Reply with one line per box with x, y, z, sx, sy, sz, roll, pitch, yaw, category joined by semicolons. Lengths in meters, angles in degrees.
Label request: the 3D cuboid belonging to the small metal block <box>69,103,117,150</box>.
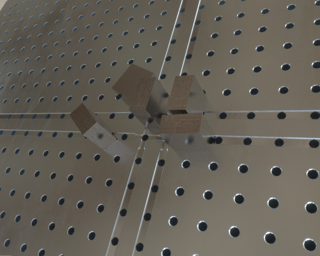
-0.096;-0.002;0.445;0.025;0.050;0.050;-43;51;-1;small metal block

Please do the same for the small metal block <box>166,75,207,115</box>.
0.035;-0.032;0.394;0.025;0.050;0.050;1;62;29;small metal block

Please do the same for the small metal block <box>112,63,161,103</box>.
-0.036;-0.064;0.468;0.050;0.025;0.050;30;78;38;small metal block

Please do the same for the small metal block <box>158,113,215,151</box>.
0.033;0.007;0.372;0.050;0.050;0.025;-2;61;27;small metal block

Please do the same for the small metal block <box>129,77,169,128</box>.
-0.012;-0.033;0.420;0.025;0.050;0.050;1;62;29;small metal block
